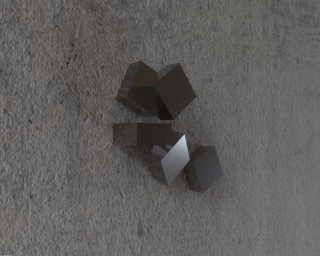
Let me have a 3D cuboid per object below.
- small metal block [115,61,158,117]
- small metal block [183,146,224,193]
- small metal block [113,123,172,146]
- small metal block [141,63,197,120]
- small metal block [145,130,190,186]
[{"bbox_3d":[-0.021,-0.047,0.387,0.050,0.025,0.050,31,71,-36],"label":"small metal block"},{"bbox_3d":[0.063,0.060,0.457,0.050,0.025,0.050,-30,109,-36],"label":"small metal block"},{"bbox_3d":[-0.022,0.007,0.370,0.050,0.050,0.025,1,89,-40],"label":"small metal block"},{"bbox_3d":[0.012,-0.045,0.382,0.050,0.025,0.050,-46,118,-31],"label":"small metal block"},{"bbox_3d":[0.011,0.038,0.403,0.050,0.025,0.050,-46,140,-30],"label":"small metal block"}]
